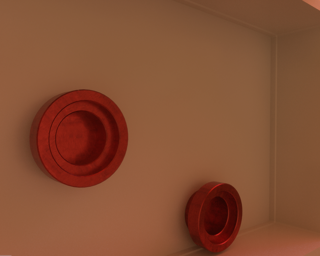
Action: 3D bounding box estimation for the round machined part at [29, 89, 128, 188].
[{"bbox_3d":[-0.086,0.010,0.324,0.099,0.042,0.097,0,90,-40],"label":"round machined part"}]

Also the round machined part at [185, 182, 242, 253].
[{"bbox_3d":[0.075,0.128,0.459,0.099,0.042,0.097,0,90,-40],"label":"round machined part"}]
